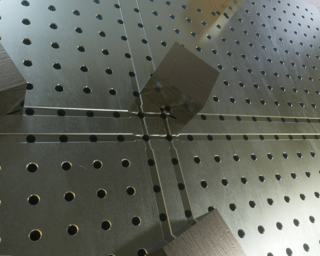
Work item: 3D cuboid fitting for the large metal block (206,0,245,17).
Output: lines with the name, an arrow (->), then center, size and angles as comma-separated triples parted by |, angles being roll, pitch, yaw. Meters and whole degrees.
large metal block -> 0.134, -0.285, 0.621 | 0.050, 0.080, 0.080 | -26, 76, -37

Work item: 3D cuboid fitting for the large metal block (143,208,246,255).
large metal block -> 0.043, 0.146, 0.328 | 0.081, 0.050, 0.080 | -23, 74, -37

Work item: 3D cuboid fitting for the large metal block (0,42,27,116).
large metal block -> -0.197, -0.051, 0.317 | 0.081, 0.050, 0.080 | -29, 78, -38

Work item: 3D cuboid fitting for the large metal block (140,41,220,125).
large metal block -> 0.030, -0.066, 0.450 | 0.080, 0.050, 0.080 | 34, 51, -6
